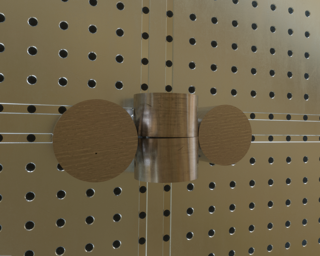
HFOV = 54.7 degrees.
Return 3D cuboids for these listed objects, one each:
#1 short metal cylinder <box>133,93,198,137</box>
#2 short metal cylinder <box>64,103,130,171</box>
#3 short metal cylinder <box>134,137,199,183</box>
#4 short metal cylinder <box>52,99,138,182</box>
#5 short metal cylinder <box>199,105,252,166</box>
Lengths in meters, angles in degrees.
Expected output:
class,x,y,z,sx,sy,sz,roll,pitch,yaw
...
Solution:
class,x,y,z,sx,sy,sz,roll,pitch,yaw
short metal cylinder,0.007,-0.015,0.386,0.081,0.080,0.050,1,91,-20
short metal cylinder,-0.074,0.008,0.372,0.081,0.050,0.079,0,90,-20
short metal cylinder,0.008,0.036,0.386,0.081,0.080,0.050,-1,91,-20
short metal cylinder,-0.068,0.012,0.319,0.081,0.050,0.079,0,90,-20
short metal cylinder,0.078,0.009,0.427,0.081,0.050,0.079,0,90,-20
